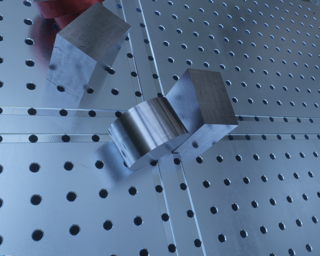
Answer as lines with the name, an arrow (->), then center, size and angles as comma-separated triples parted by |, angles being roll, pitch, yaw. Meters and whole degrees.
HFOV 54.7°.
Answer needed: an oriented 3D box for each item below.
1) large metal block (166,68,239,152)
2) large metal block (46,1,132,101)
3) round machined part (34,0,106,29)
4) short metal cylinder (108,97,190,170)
large metal block -> 0.048, -0.020, 0.411 | 0.050, 0.080, 0.080 | 2, 61, -28
large metal block -> -0.088, -0.093, 0.382 | 0.050, 0.080, 0.080 | 35, 51, -6
round machined part -> -0.112, -0.165, 0.416 | 0.098, 0.042, 0.098 | -11, 36, 8
short metal cylinder -> -0.013, 0.007, 0.361 | 0.081, 0.080, 0.050 | -22, 74, -36
